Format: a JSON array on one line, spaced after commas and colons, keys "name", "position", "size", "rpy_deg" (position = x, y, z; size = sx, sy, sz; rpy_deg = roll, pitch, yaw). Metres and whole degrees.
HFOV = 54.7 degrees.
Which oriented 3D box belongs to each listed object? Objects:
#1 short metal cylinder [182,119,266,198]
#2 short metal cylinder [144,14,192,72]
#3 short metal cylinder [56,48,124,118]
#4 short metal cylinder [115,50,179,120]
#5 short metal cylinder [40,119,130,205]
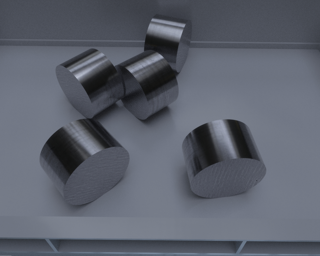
[{"name": "short metal cylinder", "position": [0.068, 0.035, 0.341], "size": [0.081, 0.080, 0.050], "rpy_deg": [-6, 51, -5]}, {"name": "short metal cylinder", "position": [0.014, -0.131, 0.480], "size": [0.050, 0.080, 0.080], "rpy_deg": [16, 52, 12]}, {"name": "short metal cylinder", "position": [-0.095, -0.060, 0.418], "size": [0.080, 0.080, 0.050], "rpy_deg": [37, 59, 26]}, {"name": "short metal cylinder", "position": [-0.020, -0.058, 0.418], "size": [0.050, 0.080, 0.080], "rpy_deg": [-33, 58, -25]}, {"name": "short metal cylinder", "position": [-0.081, 0.037, 0.338], "size": [0.080, 0.080, 0.050], "rpy_deg": [-33, 58, -25]}]
